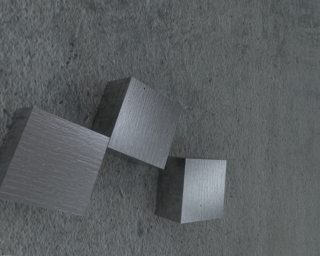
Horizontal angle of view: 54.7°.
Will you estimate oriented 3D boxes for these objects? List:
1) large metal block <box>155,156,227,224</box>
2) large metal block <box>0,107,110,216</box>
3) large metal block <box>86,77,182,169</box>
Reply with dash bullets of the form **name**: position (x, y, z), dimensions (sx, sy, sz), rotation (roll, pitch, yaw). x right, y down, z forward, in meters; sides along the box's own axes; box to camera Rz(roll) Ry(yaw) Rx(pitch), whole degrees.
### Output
- **large metal block**: position (0.043, 0.081, 0.425), dimensions (0.081, 0.050, 0.080), rotation (7, 85, -40)
- **large metal block**: position (-0.107, 0.033, 0.299), dimensions (0.080, 0.050, 0.080), rotation (27, 73, -37)
- **large metal block**: position (-0.029, -0.004, 0.364), dimensions (0.080, 0.050, 0.080), rotation (27, 73, -37)
